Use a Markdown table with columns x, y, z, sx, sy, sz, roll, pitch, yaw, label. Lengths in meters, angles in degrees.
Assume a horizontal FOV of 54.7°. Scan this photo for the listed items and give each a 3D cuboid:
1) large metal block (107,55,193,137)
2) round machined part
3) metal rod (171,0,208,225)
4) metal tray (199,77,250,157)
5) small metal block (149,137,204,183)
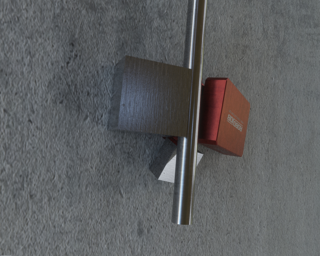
| x | y | z | sx | sy | sz | roll | pitch | yaw | label |
| --- | --- | --- | --- | --- | --- | --- | --- | --- | --- |
| -0.013 | -0.033 | 0.365 | 0.081 | 0.050 | 0.080 | 7 | 85 | -22 | large metal block |
| 0.040 | -0.025 | 0.428 | 0.099 | 0.042 | 0.097 | 0 | 90 | -40 | round machined part |
| 0.038 | -0.036 | 0.383 | 0.025 | 0.025 | 0.298 | 10 | 82 | -40 | metal rod |
| 0.097 | -0.011 | 0.455 | 0.130 | 0.030 | 0.090 | 24 | 75 | -59 | metal tray |
| 0.022 | 0.045 | 0.412 | 0.050 | 0.025 | 0.050 | 20 | 103 | -38 | small metal block |
